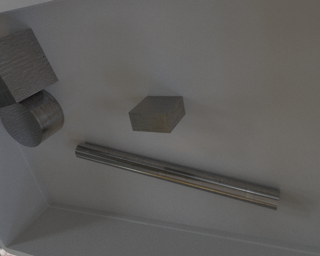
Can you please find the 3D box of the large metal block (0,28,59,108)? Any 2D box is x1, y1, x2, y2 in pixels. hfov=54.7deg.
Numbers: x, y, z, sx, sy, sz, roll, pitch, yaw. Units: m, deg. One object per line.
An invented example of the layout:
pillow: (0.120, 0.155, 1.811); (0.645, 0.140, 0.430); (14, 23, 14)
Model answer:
large metal block: (-0.202, -0.082, 0.426); (0.050, 0.080, 0.080); (-10, 114, 32)

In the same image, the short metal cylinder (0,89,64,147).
short metal cylinder: (-0.199, -0.017, 0.485); (0.080, 0.050, 0.079); (13, 124, 20)

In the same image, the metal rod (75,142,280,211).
metal rod: (0.010, 0.063, 0.440); (0.301, 0.025, 0.025); (11, 123, 21)

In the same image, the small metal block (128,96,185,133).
small metal block: (-0.002, -0.018, 0.381); (0.050, 0.050, 0.025); (3, 120, 26)
